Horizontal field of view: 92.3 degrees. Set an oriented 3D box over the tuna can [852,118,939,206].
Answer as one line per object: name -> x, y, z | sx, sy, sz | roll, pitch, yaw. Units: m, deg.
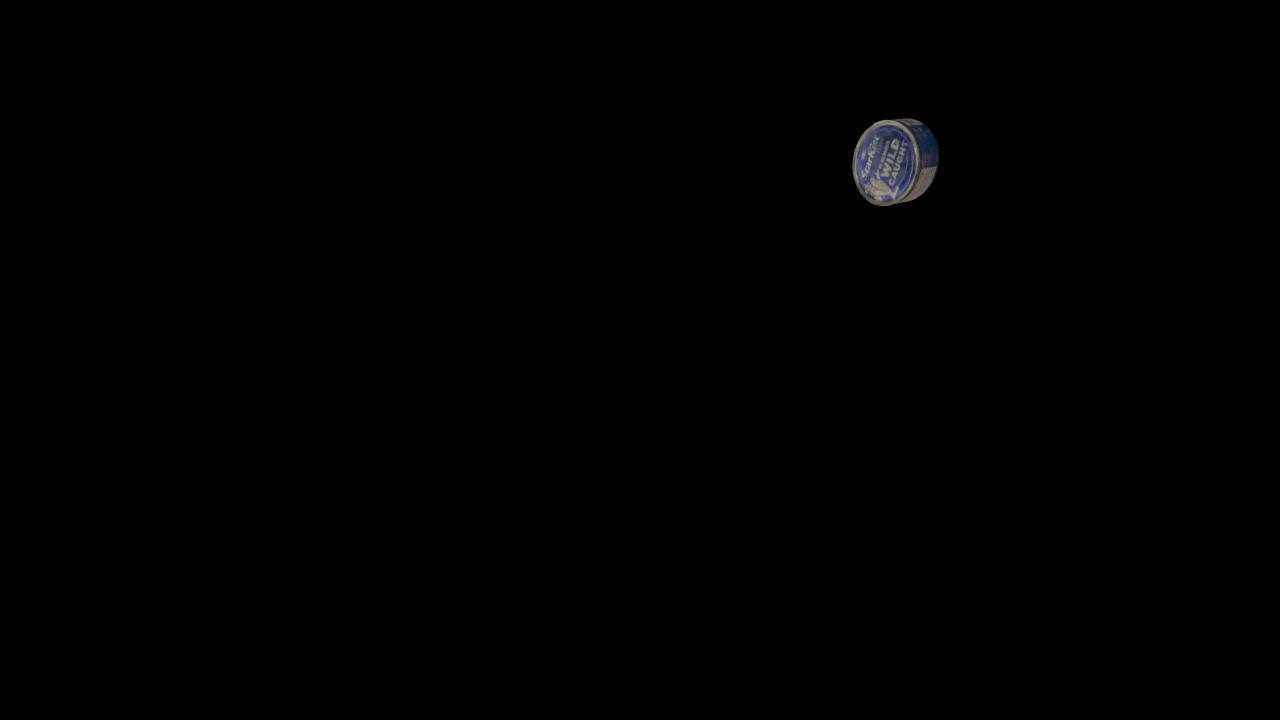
tuna can -> 0.260, -0.202, 0.628 | 0.034, 0.084, 0.084 | -15, 6, -24
